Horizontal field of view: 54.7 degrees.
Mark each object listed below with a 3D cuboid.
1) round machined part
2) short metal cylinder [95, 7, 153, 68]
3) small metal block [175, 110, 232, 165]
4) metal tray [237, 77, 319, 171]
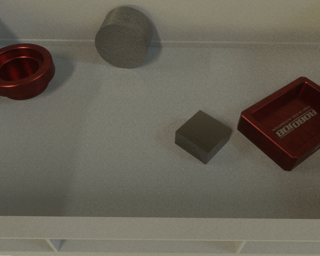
[{"bbox_3d":[-0.205,-0.079,0.458,0.099,0.042,0.098,0,50,0],"label":"round machined part"},{"bbox_3d":[-0.056,-0.141,0.487,0.080,0.080,0.050,8,51,6],"label":"short metal cylinder"},{"bbox_3d":[0.055,0.011,0.397,0.050,0.025,0.050,35,58,25],"label":"small metal block"},{"bbox_3d":[0.181,-0.011,0.413,0.131,0.030,0.090,-29,56,-23],"label":"metal tray"}]
